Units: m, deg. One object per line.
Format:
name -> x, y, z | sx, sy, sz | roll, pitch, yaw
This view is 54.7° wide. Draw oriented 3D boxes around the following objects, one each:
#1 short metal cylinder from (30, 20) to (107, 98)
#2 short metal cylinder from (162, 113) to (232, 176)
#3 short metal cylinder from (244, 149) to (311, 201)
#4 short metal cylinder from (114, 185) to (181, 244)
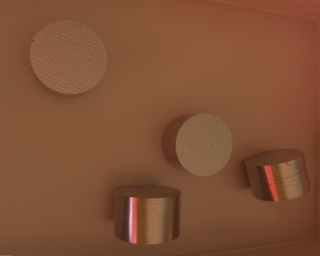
short metal cylinder -> -0.106, -0.077, 0.358 | 0.081, 0.050, 0.080 | 0, 90, -20
short metal cylinder -> 0.048, 0.021, 0.415 | 0.081, 0.050, 0.080 | 0, 90, -20
short metal cylinder -> 0.167, 0.065, 0.443 | 0.081, 0.080, 0.050 | -16, 96, -19
short metal cylinder -> -0.015, 0.101, 0.376 | 0.081, 0.080, 0.050 | 1, 90, -20
